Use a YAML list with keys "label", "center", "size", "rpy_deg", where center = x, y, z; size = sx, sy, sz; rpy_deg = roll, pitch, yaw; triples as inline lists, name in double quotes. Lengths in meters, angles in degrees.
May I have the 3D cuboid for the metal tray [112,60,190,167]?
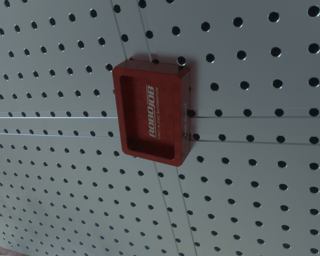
- label: "metal tray"
  center: [-0.009, -0.018, 0.402]
  size: [0.090, 0.030, 0.129]
  rpy_deg: [11, 123, 22]
